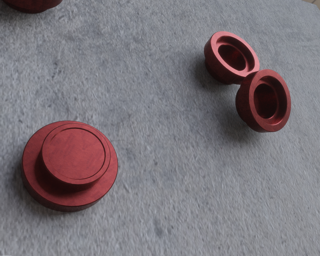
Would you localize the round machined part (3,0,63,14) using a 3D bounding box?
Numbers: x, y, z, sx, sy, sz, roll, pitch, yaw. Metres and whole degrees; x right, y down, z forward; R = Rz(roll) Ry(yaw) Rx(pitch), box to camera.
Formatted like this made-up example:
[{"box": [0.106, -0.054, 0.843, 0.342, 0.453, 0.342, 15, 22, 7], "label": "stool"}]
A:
[{"box": [-0.179, -0.194, 0.415, 0.099, 0.042, 0.098, 14, 56, -21], "label": "round machined part"}]

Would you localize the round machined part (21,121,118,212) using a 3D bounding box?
[{"box": [-0.091, 0.034, 0.324, 0.099, 0.042, 0.098, 14, 56, -21], "label": "round machined part"}]

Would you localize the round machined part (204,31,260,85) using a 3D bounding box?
[{"box": [0.116, -0.113, 0.527, 0.099, 0.042, 0.098, 14, 56, -21], "label": "round machined part"}]

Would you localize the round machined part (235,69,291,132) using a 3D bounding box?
[{"box": [0.159, -0.041, 0.491, 0.099, 0.042, 0.097, 3, 84, -32], "label": "round machined part"}]
